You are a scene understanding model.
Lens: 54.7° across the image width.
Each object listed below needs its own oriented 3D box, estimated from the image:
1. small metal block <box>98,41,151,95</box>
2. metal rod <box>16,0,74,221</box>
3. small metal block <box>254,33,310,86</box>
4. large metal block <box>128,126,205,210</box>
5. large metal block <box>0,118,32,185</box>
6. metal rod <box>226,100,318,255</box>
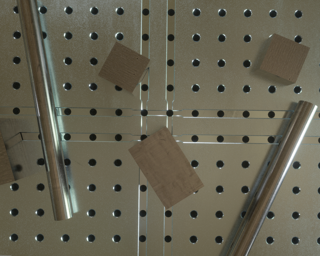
[{"bbox_3d":[-0.046,-0.078,0.413,0.050,0.025,0.050,28,90,0],"label":"small metal block"},{"bbox_3d":[-0.153,-0.028,0.411,0.025,0.025,0.298,-10,90,0],"label":"metal rod"},{"bbox_3d":[0.162,-0.091,0.414,0.050,0.025,0.050,22,90,0],"label":"small metal block"},{"bbox_3d":[0.007,0.044,0.386,0.050,0.080,0.080,-32,90,0],"label":"large metal block"},{"bbox_3d":[-0.225,0.037,0.399,0.080,0.050,0.080,-16,90,0],"label":"large metal block"},{"bbox_3d":[0.134,0.103,0.414,0.025,0.025,0.299,25,90,0],"label":"metal rod"}]
